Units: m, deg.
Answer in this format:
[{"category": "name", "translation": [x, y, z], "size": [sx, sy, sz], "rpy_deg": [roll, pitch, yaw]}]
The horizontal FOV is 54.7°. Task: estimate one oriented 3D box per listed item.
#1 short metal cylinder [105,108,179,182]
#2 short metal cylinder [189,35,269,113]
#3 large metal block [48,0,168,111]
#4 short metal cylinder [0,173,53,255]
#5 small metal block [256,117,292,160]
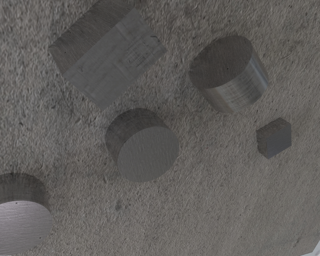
[{"category": "short metal cylinder", "translation": [-0.023, 0.021, 0.391], "size": [0.081, 0.050, 0.079], "rpy_deg": [-14, 124, -21]}, {"category": "short metal cylinder", "translation": [0.083, -0.065, 0.377], "size": [0.080, 0.080, 0.050], "rpy_deg": [-45, 129, 3]}, {"category": "large metal block", "translation": [-0.053, -0.075, 0.296], "size": [0.080, 0.080, 0.050], "rpy_deg": [-43, 129, 1]}, {"category": "short metal cylinder", "translation": [-0.171, 0.099, 0.359], "size": [0.081, 0.050, 0.079], "rpy_deg": [-14, 124, -21]}, {"category": "small metal block", "translation": [0.193, 0.017, 0.523], "size": [0.050, 0.025, 0.050], "rpy_deg": [-28, 128, -11]}]
